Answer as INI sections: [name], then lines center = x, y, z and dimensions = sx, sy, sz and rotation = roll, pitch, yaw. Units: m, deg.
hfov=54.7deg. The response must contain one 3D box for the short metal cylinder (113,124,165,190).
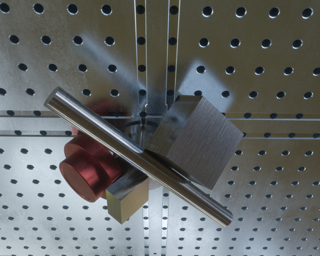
[short metal cylinder]
center = -0.024, 0.041, 0.425
dimensions = 0.081, 0.050, 0.079
rotation = 0, 130, 0

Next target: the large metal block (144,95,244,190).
[large metal block]
center = 0.042, 0.016, 0.376
dimensions = 0.080, 0.050, 0.080
rotation = 39, 77, -28

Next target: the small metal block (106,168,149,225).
[small metal block]
center = -0.040, 0.086, 0.395
dimensions = 0.025, 0.050, 0.050
rotation = 31, 137, 28

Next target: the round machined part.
[round machined part]
center = -0.095, 0.060, 0.412
dimensions = 0.098, 0.042, 0.097
rotation = 28, 141, 26

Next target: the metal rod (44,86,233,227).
[metal rod]
center = -0.006, 0.050, 0.384
dimensions = 0.025, 0.025, 0.301
rotation = -36, 122, 26
